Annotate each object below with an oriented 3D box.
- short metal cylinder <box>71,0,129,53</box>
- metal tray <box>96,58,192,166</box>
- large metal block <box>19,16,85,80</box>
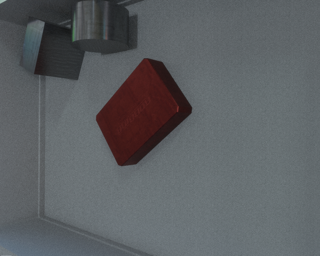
[{"bbox_3d":[-0.085,-0.140,0.438,0.080,0.081,0.050,1,91,39],"label":"short metal cylinder"},{"bbox_3d":[-0.028,-0.019,0.424,0.129,0.030,0.090,-44,64,30],"label":"metal tray"},{"bbox_3d":[-0.174,-0.129,0.511,0.050,0.081,0.079,29,108,36],"label":"large metal block"}]
